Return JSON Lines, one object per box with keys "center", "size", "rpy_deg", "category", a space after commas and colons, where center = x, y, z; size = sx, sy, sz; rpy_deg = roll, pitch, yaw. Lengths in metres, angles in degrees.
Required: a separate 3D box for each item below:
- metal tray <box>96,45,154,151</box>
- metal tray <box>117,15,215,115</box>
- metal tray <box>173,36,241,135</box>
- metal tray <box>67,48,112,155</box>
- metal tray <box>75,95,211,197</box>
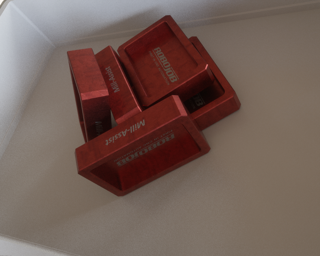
{"center": [-0.038, -0.037, 0.402], "size": [0.030, 0.090, 0.130], "rpy_deg": [-32, 52, 7], "category": "metal tray"}
{"center": [0.003, -0.085, 0.411], "size": [0.090, 0.030, 0.130], "rpy_deg": [-32, 51, 7], "category": "metal tray"}
{"center": [0.037, -0.057, 0.416], "size": [0.090, 0.030, 0.130], "rpy_deg": [-31, 51, 10], "category": "metal tray"}
{"center": [-0.087, -0.023, 0.396], "size": [0.030, 0.129, 0.090], "rpy_deg": [-13, 50, -17], "category": "metal tray"}
{"center": [-0.017, 0.026, 0.354], "size": [0.130, 0.090, 0.030], "rpy_deg": [-29, 52, 10], "category": "metal tray"}
